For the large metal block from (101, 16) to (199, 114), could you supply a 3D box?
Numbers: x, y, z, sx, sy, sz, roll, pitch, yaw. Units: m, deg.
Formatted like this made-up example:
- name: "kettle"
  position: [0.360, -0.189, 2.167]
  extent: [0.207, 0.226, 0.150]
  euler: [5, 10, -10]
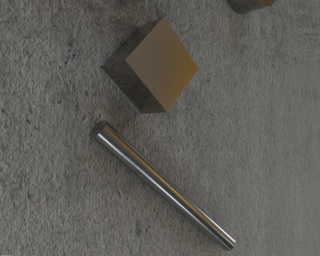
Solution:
- name: "large metal block"
  position: [-0.009, -0.075, 0.382]
  extent: [0.080, 0.050, 0.080]
  euler: [50, 60, -29]

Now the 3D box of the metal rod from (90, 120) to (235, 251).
- name: "metal rod"
  position: [0.020, 0.094, 0.424]
  extent: [0.300, 0.025, 0.025]
  euler: [46, 62, -31]

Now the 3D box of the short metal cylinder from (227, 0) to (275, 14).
- name: "short metal cylinder"
  position: [0.153, -0.238, 0.519]
  extent: [0.081, 0.050, 0.079]
  euler: [0, 90, -40]
